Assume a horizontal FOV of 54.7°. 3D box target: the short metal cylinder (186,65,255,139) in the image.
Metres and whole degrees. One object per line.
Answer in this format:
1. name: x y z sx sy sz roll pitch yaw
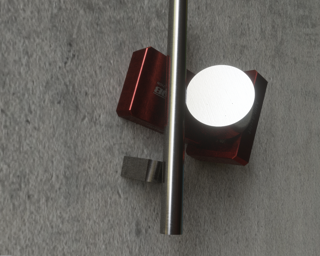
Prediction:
1. short metal cylinder: 0.076 -0.031 0.388 0.050 0.080 0.080 54 51 -66

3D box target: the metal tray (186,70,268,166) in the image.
1. metal tray: 0.095 -0.015 0.446 0.030 0.090 0.130 29 72 -37

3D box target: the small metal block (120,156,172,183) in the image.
1. small metal block: -0.012 0.052 0.381 0.050 0.050 0.025 16 80 -39

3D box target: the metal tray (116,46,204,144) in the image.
1. metal tray: 0.013 -0.039 0.415 0.131 0.030 0.090 23 75 -38

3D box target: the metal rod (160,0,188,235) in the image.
1. metal rod: 0.019 -0.030 0.373 0.025 0.025 0.299 14 72 -40
